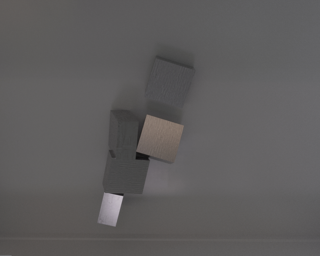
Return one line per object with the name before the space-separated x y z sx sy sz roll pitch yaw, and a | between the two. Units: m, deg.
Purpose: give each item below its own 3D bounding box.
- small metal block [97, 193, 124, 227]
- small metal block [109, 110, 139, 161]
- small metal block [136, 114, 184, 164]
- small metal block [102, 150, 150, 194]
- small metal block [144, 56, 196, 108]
small metal block | -0.066 0.100 0.434 0.025 0.050 0.050 14 110 -5
small metal block | -0.048 0.008 0.397 0.025 0.050 0.050 -1 109 -20
small metal block | -0.001 0.015 0.405 0.050 0.025 0.050 17 76 -7
small metal block | -0.046 0.059 0.411 0.050 0.025 0.050 7 107 -21
small metal block | 0.012 -0.058 0.390 0.050 0.025 0.050 16 109 -6
